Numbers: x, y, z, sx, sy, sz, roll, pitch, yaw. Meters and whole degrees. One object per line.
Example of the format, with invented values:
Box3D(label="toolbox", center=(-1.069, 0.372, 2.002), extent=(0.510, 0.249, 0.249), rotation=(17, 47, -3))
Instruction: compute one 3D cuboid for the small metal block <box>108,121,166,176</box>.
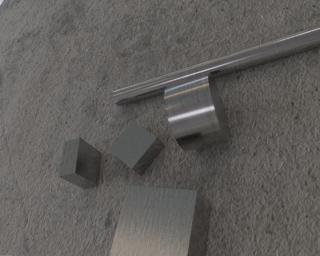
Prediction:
Box3D(label="small metal block", center=(-0.030, 0.026, 0.404), extent=(0.050, 0.025, 0.050), rotation=(32, 80, 38))

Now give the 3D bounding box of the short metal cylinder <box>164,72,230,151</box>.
Box3D(label="short metal cylinder", center=(0.044, -0.018, 0.356), extent=(0.050, 0.080, 0.080), rotation=(-16, 55, 19))

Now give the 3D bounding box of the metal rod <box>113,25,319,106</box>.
Box3D(label="metal rod", center=(0.073, -0.080, 0.414), extent=(0.301, 0.025, 0.025), rotation=(-14, 56, 20))

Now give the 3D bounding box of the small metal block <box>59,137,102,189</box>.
Box3D(label="small metal block", center=(-0.105, 0.048, 0.413), extent=(0.025, 0.050, 0.050), rotation=(-15, 56, 20))

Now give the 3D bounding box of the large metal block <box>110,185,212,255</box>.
Box3D(label="large metal block", center=(0.003, 0.108, 0.320), extent=(0.080, 0.050, 0.080), rotation=(-1, 61, 27))
